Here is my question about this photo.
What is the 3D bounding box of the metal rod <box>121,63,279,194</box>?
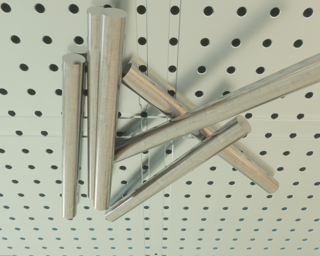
[{"bbox_3d":[0.068,0.014,0.423,0.301,0.025,0.025,36,121,-27],"label":"metal rod"}]

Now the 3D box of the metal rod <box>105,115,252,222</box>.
[{"bbox_3d":[0.007,0.073,0.452,0.025,0.025,0.299,31,130,-24],"label":"metal rod"}]

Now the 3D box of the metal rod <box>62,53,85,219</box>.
[{"bbox_3d":[-0.126,0.034,0.439,0.025,0.025,0.298,9,130,-8],"label":"metal rod"}]

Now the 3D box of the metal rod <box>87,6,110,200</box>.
[{"bbox_3d":[-0.082,-0.005,0.406,0.025,0.025,0.298,6,130,-6],"label":"metal rod"}]

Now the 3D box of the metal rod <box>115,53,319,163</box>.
[{"bbox_3d":[0.044,-0.011,0.358,0.299,0.025,0.025,-24,128,35],"label":"metal rod"}]

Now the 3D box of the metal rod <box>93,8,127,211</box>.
[{"bbox_3d":[-0.067,0.005,0.385,0.025,0.025,0.298,7,129,-6],"label":"metal rod"}]
